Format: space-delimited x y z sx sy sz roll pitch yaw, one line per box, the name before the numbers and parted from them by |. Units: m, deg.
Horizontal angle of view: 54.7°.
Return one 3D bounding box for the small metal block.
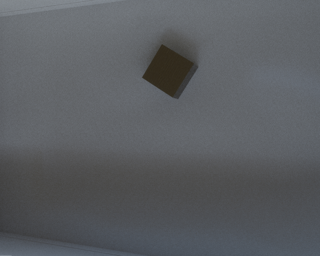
small metal block | 0.013 -0.073 0.405 0.050 0.025 0.050 35 101 16
